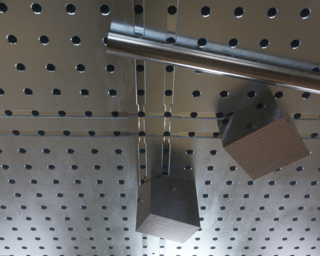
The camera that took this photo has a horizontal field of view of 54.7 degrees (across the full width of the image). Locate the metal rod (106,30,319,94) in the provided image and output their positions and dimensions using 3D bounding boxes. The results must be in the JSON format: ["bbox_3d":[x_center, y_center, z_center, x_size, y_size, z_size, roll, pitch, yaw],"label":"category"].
[{"bbox_3d":[0.092,-0.069,0.354,0.302,0.025,0.025,9,130,-8],"label":"metal rod"}]

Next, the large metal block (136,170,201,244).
[{"bbox_3d":[0.011,0.121,0.479,0.080,0.080,0.050,20,127,-17],"label":"large metal block"}]

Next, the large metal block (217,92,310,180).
[{"bbox_3d":[0.135,0.013,0.409,0.080,0.050,0.080,-31,124,23],"label":"large metal block"}]
